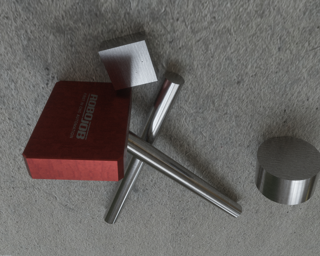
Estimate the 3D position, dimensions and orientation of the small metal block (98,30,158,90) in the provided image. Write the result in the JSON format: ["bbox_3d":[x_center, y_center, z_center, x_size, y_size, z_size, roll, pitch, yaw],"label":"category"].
[{"bbox_3d":[-0.033,-0.074,0.344,0.050,0.025,0.050,-12,130,9],"label":"small metal block"}]

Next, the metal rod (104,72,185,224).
[{"bbox_3d":[-0.034,0.049,0.448,0.025,0.025,0.298,15,128,-13],"label":"metal rod"}]

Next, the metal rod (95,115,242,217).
[{"bbox_3d":[0.031,0.068,0.442,0.025,0.025,0.301,-34,130,25],"label":"metal rod"}]

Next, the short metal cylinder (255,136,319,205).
[{"bbox_3d":[0.173,0.057,0.422,0.080,0.080,0.050,-6,130,4],"label":"short metal cylinder"}]

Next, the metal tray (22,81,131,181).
[{"bbox_3d":[-0.080,-0.003,0.335,0.091,0.130,0.030,2,130,-2],"label":"metal tray"}]
